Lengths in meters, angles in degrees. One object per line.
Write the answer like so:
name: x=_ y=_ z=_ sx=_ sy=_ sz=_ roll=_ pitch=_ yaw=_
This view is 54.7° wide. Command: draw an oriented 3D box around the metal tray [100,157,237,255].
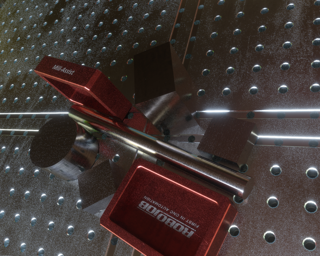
metal tray: x=0.006 y=0.096 z=0.342 sx=0.130 sy=0.030 sz=0.090 roll=20 pitch=72 yaw=35

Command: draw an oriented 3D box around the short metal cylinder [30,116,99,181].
short metal cylinder: x=-0.137 y=0.029 z=0.445 sx=0.080 sy=0.050 sz=0.080 roll=-13 pitch=56 yaw=21

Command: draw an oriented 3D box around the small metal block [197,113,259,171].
small metal block: x=0.079 y=0.015 z=0.357 sx=0.050 sy=0.025 sz=0.050 roll=19 pitch=71 yaw=35

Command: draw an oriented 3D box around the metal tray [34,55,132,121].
metal tray: x=-0.114 y=-0.060 z=0.462 sx=0.130 sy=0.090 sz=0.030 roll=20 pitch=73 yaw=35

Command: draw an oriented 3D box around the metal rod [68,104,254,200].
metal rod: x=-0.022 y=0.018 z=0.408 sx=0.300 sy=0.025 sz=0.025 roll=21 pitch=73 yaw=36

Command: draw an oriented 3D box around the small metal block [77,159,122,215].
small metal block: x=-0.076 y=0.076 z=0.402 sx=0.050 sy=0.025 sz=0.050 roll=-28 pitch=52 yaw=10

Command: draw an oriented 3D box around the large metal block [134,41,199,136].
large metal block: x=0.008 y=-0.048 z=0.400 sx=0.050 sy=0.080 sz=0.080 roll=-17 pitch=55 yaw=19
